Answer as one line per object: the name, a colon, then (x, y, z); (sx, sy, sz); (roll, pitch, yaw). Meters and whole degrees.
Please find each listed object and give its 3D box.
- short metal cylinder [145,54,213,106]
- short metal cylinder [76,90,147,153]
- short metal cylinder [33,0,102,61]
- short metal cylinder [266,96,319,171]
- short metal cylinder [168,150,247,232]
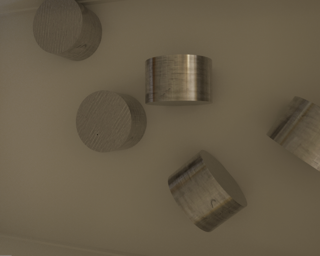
short metal cylinder: (0.022, -0.054, 0.373); (0.080, 0.080, 0.050); (-1, 90, 19)
short metal cylinder: (-0.065, -0.009, 0.419); (0.080, 0.050, 0.079); (0, 90, 19)
short metal cylinder: (-0.131, -0.141, 0.442); (0.080, 0.050, 0.079); (0, 90, 19)
short metal cylinder: (0.161, 0.010, 0.325); (0.080, 0.080, 0.050); (37, 102, 16)
short metal cylinder: (0.055, 0.072, 0.361); (0.050, 0.080, 0.080); (-42, 77, 15)
